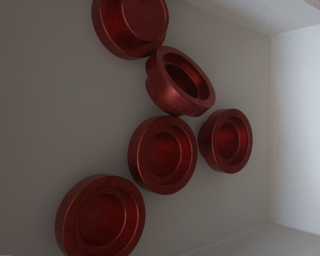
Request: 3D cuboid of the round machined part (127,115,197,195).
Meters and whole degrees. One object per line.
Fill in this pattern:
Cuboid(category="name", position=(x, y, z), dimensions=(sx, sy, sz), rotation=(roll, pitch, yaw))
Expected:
Cuboid(category="round machined part", position=(-0.001, 0.033, 0.395), dimensions=(0.099, 0.042, 0.097), rotation=(0, 90, -40))

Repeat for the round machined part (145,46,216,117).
Cuboid(category="round machined part", position=(0.021, -0.053, 0.393), dimensions=(0.098, 0.042, 0.098), rotation=(29, 39, -26))

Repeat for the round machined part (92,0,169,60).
Cuboid(category="round machined part", position=(-0.028, -0.134, 0.372), dimensions=(0.099, 0.042, 0.097), rotation=(0, 90, -40))

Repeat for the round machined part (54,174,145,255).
Cuboid(category="round machined part", position=(-0.067, 0.099, 0.339), dimensions=(0.099, 0.042, 0.097), rotation=(0, 90, -40))

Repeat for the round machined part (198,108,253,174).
Cuboid(category="round machined part", position=(0.096, 0.019, 0.476), dimensions=(0.099, 0.042, 0.097), rotation=(0, 90, -40))
